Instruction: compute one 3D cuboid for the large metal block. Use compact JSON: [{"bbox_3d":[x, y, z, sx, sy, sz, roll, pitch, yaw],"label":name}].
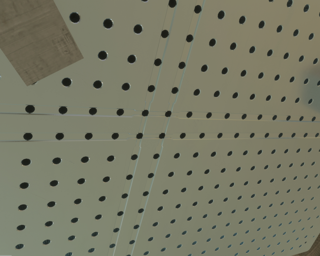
[{"bbox_3d":[-0.113,-0.093,0.257,0.050,0.080,0.080,-30,129,-10],"label":"large metal block"}]
